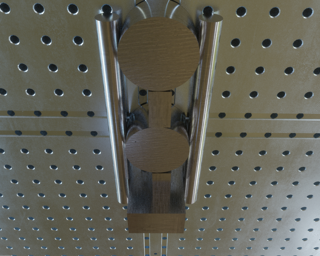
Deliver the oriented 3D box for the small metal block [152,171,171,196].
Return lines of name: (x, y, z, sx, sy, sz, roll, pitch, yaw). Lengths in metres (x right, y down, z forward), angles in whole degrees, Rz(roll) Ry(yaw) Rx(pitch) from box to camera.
small metal block: (0.002, 0.063, 0.448, 0.025, 0.050, 0.050, 0, 130, 0)

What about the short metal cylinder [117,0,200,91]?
short metal cylinder: (-0.001, -0.085, 0.322, 0.081, 0.050, 0.079, 0, 130, 0)

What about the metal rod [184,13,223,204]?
metal rod: (0.050, 0.001, 0.412, 0.025, 0.025, 0.298, 0, 130, -1)

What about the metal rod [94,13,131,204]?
metal rod: (-0.056, 0.001, 0.410, 0.025, 0.025, 0.298, 0, 130, -1)

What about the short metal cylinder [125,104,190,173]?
short metal cylinder: (-0.003, 0.013, 0.406, 0.081, 0.050, 0.079, 0, 130, 0)

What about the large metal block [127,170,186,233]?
large metal block: (-0.005, 0.110, 0.469, 0.081, 0.080, 0.050, 1, 130, -1)

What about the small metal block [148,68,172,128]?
small metal block: (0.000, -0.036, 0.363, 0.025, 0.050, 0.050, 1, 130, -1)
